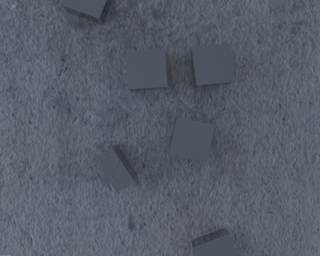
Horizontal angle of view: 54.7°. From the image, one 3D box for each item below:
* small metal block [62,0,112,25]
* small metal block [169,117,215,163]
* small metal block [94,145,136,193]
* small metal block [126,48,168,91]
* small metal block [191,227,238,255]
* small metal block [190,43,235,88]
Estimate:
[{"bbox_3d":[-0.093,-0.172,0.409,0.050,0.025,0.050,21,90,-1],"label":"small metal block"},{"bbox_3d":[0.041,0.015,0.411,0.050,0.025,0.050,12,90,-1],"label":"small metal block"},{"bbox_3d":[-0.055,0.050,0.397,0.025,0.050,0.050,-33,90,0],"label":"small metal block"},{"bbox_3d":[-0.017,-0.076,0.410,0.050,0.025,0.050,-4,90,-1],"label":"small metal block"},{"bbox_3d":[0.075,0.168,0.411,0.050,0.025,0.050,-21,90,-1],"label":"small metal block"},{"bbox_3d":[0.069,-0.082,0.411,0.050,0.025,0.050,-7,90,-1],"label":"small metal block"}]
